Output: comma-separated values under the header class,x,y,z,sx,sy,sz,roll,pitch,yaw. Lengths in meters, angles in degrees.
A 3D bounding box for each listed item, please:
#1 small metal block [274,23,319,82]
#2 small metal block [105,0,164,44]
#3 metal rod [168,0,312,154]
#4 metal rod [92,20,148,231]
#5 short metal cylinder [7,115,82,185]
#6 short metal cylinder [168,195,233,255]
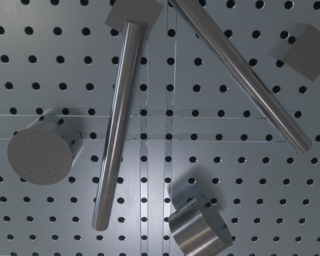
class,x,y,z,sx,sy,sz,roll,pitch,yaw
small metal block,0.180,-0.093,0.381,0.050,0.025,0.050,30,107,-11
small metal block,-0.029,-0.133,0.364,0.050,0.025,0.050,27,108,-10
metal rod,0.095,-0.077,0.385,0.025,0.025,0.300,-41,106,13
metal rod,-0.058,0.015,0.404,0.025,0.025,0.298,12,115,-5
short metal cylinder,-0.149,0.028,0.409,0.081,0.050,0.079,0,110,0
short metal cylinder,0.057,0.143,0.437,0.050,0.080,0.080,-40,106,13
